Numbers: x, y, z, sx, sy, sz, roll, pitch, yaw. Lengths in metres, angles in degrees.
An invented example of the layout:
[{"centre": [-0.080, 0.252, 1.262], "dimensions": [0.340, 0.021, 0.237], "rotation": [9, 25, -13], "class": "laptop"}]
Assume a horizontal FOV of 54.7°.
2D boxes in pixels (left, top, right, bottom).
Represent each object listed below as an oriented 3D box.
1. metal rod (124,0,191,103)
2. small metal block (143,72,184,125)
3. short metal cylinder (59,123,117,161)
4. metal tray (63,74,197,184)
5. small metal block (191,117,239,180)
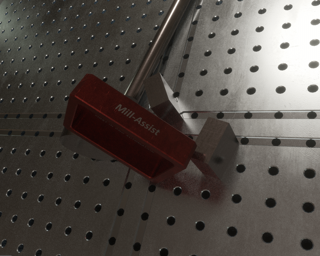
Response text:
[{"centre": [0.017, -0.170, 0.502], "dimensions": [0.025, 0.025, 0.300], "rotation": [13, 68, 33], "class": "metal rod"}, {"centre": [0.004, -0.037, 0.411], "dimensions": [0.025, 0.050, 0.050], "rotation": [-26, 53, 12], "class": "small metal block"}, {"centre": [-0.086, 0.005, 0.413], "dimensions": [0.080, 0.080, 0.050], "rotation": [-1, 61, 27], "class": "short metal cylinder"}, {"centre": [-0.037, 0.007, 0.334], "dimensions": [0.130, 0.090, 0.030], "rotation": [33, 62, -7], "class": "metal tray"}, {"centre": [0.061, 0.024, 0.345], "dimensions": [0.025, 0.050, 0.050], "rotation": [19, 72, 35], "class": "small metal block"}]
